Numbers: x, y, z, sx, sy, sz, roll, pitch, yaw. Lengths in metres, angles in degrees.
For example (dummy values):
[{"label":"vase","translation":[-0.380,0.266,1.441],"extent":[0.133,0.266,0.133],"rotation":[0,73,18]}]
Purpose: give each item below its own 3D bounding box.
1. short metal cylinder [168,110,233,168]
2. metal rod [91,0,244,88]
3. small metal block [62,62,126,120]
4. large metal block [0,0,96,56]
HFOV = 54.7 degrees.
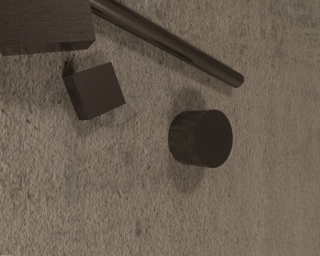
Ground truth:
[{"label":"short metal cylinder","translation":[0.058,0.014,0.440],"extent":[0.081,0.050,0.079],"rotation":[0,90,-40]},{"label":"metal rod","translation":[0.017,-0.113,0.420],"extent":[0.302,0.025,0.025],"rotation":[17,79,-39]},{"label":"small metal block","translation":[-0.072,-0.041,0.345],"extent":[0.050,0.025,0.050],"rotation":[-29,109,-36]},{"label":"large metal block","translation":[-0.110,-0.113,0.282],"extent":[0.081,0.050,0.079],"rotation":[-11,98,-21]}]
